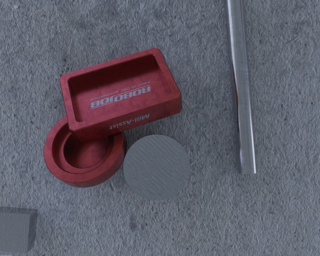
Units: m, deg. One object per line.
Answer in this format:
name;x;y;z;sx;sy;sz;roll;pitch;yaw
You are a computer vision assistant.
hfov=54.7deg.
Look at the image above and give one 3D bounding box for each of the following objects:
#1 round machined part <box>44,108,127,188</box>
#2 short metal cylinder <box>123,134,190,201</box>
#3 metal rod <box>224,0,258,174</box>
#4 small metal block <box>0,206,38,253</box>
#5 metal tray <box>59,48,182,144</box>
round machined part;-0.089;0.028;0.388;0.098;0.042;0.098;-4;63;8
short metal cylinder;-0.004;0.047;0.398;0.081;0.050;0.080;0;90;0
metal rod;0.104;-0.090;0.410;0.025;0.025;0.298;-5;90;0
small metal block;-0.193;0.133;0.408;0.050;0.025;0.050;5;90;0
metal tray;-0.049;-0.042;0.379;0.131;0.030;0.090;-18;57;-6
